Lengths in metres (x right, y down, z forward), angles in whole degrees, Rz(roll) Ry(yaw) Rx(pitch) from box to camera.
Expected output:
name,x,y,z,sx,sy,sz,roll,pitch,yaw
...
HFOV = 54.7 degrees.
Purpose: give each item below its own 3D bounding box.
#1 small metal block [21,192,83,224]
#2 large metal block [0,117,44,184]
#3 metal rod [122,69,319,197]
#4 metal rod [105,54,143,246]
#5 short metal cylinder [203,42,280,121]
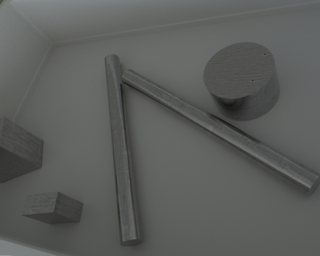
name,x,y,z,sx,sy,sz,roll,pitch,yaw
small metal block,-0.136,0.103,0.396,0.050,0.050,0.025,-11,57,22
large metal block,-0.239,0.037,0.470,0.080,0.080,0.050,-21,54,15
metal rod,0.049,-0.012,0.386,0.300,0.025,0.025,34,81,38
metal rod,-0.056,0.007,0.428,0.025,0.025,0.299,-22,54,15
short metal cylinder,0.098,-0.055,0.371,0.080,0.050,0.080,-13,56,20
